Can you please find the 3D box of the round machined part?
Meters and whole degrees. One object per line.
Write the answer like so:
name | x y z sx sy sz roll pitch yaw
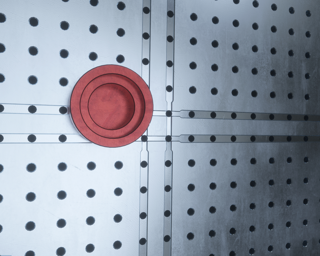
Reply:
round machined part | -0.061 -0.026 0.381 0.099 0.042 0.097 0 90 -20
